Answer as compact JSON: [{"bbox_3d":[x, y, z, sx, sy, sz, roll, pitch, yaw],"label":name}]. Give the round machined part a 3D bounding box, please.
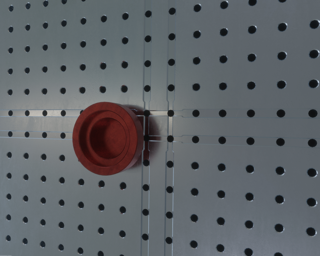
[{"bbox_3d":[-0.067,0.014,0.428,0.098,0.042,0.097,0,90,20],"label":"round machined part"}]
